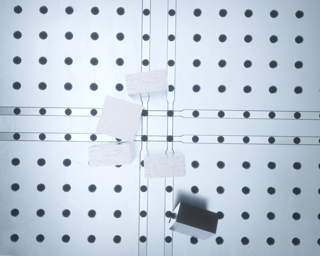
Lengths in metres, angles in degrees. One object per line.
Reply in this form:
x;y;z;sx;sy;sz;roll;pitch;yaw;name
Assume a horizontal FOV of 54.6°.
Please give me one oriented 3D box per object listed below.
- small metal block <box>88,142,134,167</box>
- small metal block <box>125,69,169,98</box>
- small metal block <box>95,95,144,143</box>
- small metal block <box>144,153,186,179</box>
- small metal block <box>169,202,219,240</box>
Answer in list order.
-0.061;0.033;0.401;0.050;0.050;0.025;-5;90;0;small metal block
-0.016;-0.056;0.401;0.050;0.050;0.025;-8;90;0;small metal block
-0.052;-0.012;0.413;0.050;0.025;0.050;16;90;0;small metal block
0.006;0.047;0.401;0.050;0.050;0.025;-3;90;0;small metal block
0.042;0.121;0.398;0.050;0.050;0.025;17;60;0;small metal block
